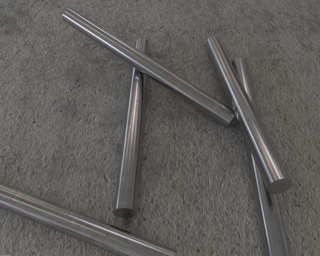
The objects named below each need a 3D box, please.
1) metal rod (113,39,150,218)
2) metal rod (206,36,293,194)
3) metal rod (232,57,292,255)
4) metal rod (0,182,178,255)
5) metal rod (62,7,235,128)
[{"bbox_3d":[-0.034,-0.025,0.423,0.025,0.025,0.300,1,50,1],"label":"metal rod"},{"bbox_3d":[0.104,-0.043,0.415,0.025,0.025,0.300,-4,43,-4],"label":"metal rod"},{"bbox_3d":[0.120,0.013,0.392,0.025,0.025,0.300,2,50,1],"label":"metal rod"},{"bbox_3d":[-0.128,0.087,0.328,0.301,0.025,0.025,16,52,13],"label":"metal rod"},{"bbox_3d":[-0.023,-0.093,0.448,0.300,0.025,0.025,35,58,14],"label":"metal rod"}]
